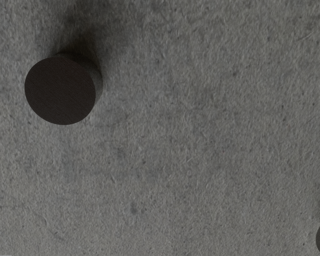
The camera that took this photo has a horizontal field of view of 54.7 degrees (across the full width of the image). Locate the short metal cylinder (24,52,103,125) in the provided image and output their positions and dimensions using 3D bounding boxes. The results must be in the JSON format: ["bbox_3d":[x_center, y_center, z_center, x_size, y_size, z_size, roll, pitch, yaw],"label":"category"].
[{"bbox_3d":[-0.114,-0.049,0.377,0.081,0.050,0.079,0,110,-1],"label":"short metal cylinder"}]

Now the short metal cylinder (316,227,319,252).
[{"bbox_3d":[0.278,0.170,0.447,0.080,0.080,0.050,-41,105,13],"label":"short metal cylinder"}]
